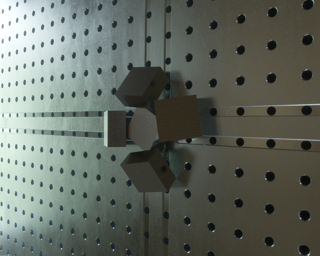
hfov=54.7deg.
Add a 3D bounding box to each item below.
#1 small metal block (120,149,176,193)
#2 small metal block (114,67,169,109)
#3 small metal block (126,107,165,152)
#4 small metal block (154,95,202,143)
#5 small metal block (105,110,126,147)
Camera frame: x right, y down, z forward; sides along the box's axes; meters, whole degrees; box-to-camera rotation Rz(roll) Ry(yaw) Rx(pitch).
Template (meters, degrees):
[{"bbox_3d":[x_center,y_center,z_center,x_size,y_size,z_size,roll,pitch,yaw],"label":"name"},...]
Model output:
[{"bbox_3d":[-0.015,0.057,0.404,0.050,0.025,0.050,-11,119,39],"label":"small metal block"},{"bbox_3d":[-0.024,-0.054,0.411,0.050,0.025,0.050,8,59,39],"label":"small metal block"},{"bbox_3d":[-0.014,0.000,0.419,0.050,0.025,0.050,38,113,33],"label":"small metal block"},{"bbox_3d":[0.022,-0.010,0.374,0.050,0.025,0.050,-8,84,4],"label":"small metal block"},{"bbox_3d":[-0.065,0.001,0.446,0.050,0.025,0.050,180,90,-74],"label":"small metal block"}]
